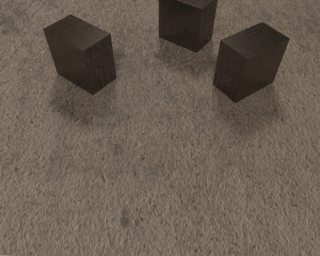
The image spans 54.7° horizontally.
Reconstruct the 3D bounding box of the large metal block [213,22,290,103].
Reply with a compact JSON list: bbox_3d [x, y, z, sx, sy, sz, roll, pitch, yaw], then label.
[{"bbox_3d":[0.129,-0.094,0.449,0.081,0.080,0.050,-28,56,-22],"label":"large metal block"}]

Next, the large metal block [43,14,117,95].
[{"bbox_3d":[-0.115,-0.108,0.456,0.080,0.080,0.050,31,57,23],"label":"large metal block"}]

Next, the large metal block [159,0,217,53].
[{"bbox_3d":[0.045,-0.187,0.525,0.080,0.080,0.050,29,56,22],"label":"large metal block"}]
